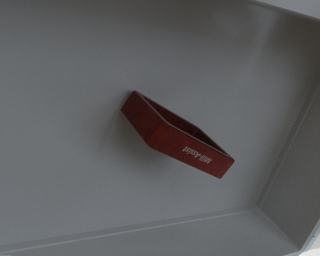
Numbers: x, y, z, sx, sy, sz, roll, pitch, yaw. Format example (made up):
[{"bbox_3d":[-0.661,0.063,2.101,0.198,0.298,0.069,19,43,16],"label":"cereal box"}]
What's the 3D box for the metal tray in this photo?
[{"bbox_3d":[0.023,0.009,0.382,0.131,0.090,0.030,27,103,-38],"label":"metal tray"}]
